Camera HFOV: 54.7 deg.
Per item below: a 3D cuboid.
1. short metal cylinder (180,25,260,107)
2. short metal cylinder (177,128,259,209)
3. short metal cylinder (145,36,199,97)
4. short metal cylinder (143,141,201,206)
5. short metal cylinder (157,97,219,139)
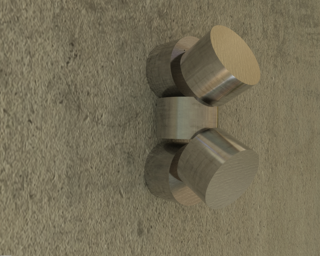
[{"bbox_3d":[0.071,-0.072,0.365,0.080,0.050,0.080,21,52,-30],"label":"short metal cylinder"},{"bbox_3d":[0.068,0.046,0.360,0.081,0.050,0.079,-21,129,-27],"label":"short metal cylinder"},{"bbox_3d":[0.027,-0.077,0.413,0.081,0.050,0.080,0,90,-40],"label":"short metal cylinder"},{"bbox_3d":[0.025,0.058,0.411,0.081,0.050,0.080,0,90,-40],"label":"short metal cylinder"},{"bbox_3d":[0.036,-0.011,0.401,0.081,0.080,0.050,2,89,-40],"label":"short metal cylinder"}]
